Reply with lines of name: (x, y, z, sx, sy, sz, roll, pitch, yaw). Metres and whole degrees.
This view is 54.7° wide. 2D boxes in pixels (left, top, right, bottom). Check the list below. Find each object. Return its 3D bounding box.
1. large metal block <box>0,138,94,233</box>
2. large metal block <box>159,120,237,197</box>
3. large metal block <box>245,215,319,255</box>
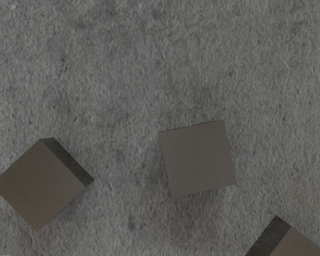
large metal block: (-0.146, 0.069, 0.396, 0.080, 0.050, 0.080, -43, 91, 0)
large metal block: (0.046, 0.037, 0.398, 0.080, 0.050, 0.080, -12, 90, -1)
large metal block: (0.167, 0.175, 0.400, 0.080, 0.050, 0.080, 37, 90, -1)
